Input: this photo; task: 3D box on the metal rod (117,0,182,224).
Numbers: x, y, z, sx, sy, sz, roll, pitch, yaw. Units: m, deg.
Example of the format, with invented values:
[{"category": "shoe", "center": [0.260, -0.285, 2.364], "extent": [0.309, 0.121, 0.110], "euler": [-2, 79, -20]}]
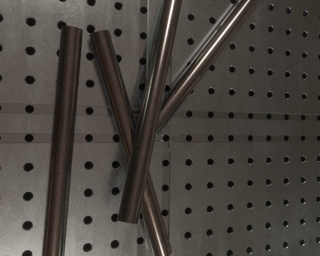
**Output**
[{"category": "metal rod", "center": [-0.010, -0.035, 0.391], "extent": [0.025, 0.025, 0.299], "euler": [15, 78, -20]}]

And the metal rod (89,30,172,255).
[{"category": "metal rod", "center": [-0.036, 0.025, 0.400], "extent": [0.025, 0.025, 0.298], "euler": [-18, 96, -20]}]

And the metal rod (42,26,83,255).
[{"category": "metal rod", "center": [-0.117, 0.030, 0.369], "extent": [0.025, 0.025, 0.298], "euler": [5, 88, -20]}]

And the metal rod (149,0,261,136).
[{"category": "metal rod", "center": [0.076, -0.113, 0.441], "extent": [0.025, 0.025, 0.300], "euler": [41, 77, -16]}]
